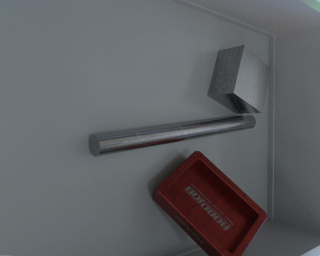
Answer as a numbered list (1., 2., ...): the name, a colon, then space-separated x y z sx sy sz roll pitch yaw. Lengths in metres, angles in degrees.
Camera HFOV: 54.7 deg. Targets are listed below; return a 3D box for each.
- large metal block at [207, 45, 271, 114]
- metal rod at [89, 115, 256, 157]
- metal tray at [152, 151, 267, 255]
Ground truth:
1. large metal block: 0.130 -0.075 0.502 0.080 0.050 0.080 25 74 -38
2. metal rod: 0.042 0.005 0.443 0.302 0.025 0.025 -8 95 -40
3. metal tray: 0.066 0.104 0.413 0.130 0.030 0.091 43 56 11
